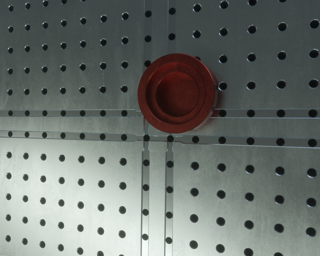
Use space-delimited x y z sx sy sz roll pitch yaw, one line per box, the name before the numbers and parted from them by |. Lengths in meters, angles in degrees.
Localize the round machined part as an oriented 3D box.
round machined part | 0.025 -0.042 0.395 0.098 0.042 0.097 0 90 20
